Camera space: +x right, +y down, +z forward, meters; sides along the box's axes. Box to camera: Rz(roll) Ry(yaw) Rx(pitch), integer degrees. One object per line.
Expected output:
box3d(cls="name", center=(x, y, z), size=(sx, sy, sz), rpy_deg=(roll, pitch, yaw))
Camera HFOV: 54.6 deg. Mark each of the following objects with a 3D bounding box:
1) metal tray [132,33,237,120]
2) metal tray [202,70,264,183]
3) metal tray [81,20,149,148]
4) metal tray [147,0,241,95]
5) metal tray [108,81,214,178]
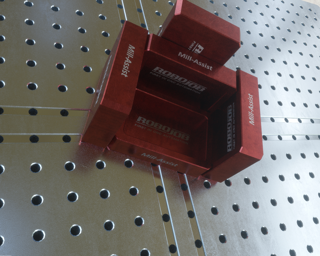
box3d(cls="metal tray", center=(0.025, -0.062, 0.417), size=(0.131, 0.090, 0.030), rpy_deg=(20, 55, -17))
box3d(cls="metal tray", center=(0.094, -0.003, 0.417), size=(0.030, 0.090, 0.130), rpy_deg=(20, 54, -17))
box3d(cls="metal tray", center=(-0.053, -0.052, 0.369), size=(0.030, 0.090, 0.130), rpy_deg=(20, 54, -17))
box3d(cls="metal tray", center=(0.034, -0.097, 0.417), size=(0.090, 0.129, 0.030), rpy_deg=(21, 54, -16))
box3d(cls="metal tray", center=(0.006, 0.002, 0.405), size=(0.131, 0.030, 0.090), rpy_deg=(20, 54, -17))
